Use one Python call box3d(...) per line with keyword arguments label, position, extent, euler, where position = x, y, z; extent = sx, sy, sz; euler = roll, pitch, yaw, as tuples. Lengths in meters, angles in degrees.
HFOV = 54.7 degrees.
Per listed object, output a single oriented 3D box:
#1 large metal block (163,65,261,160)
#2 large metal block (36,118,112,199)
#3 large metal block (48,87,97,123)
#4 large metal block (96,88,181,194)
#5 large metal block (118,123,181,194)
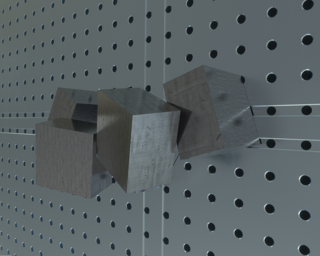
box3d(label="large metal block", position=(0.056, -0.014, 0.326), extent=(0.050, 0.081, 0.080), euler=(-21, 77, 38))
box3d(label="large metal block", position=(-0.107, 0.035, 0.394), extent=(0.080, 0.050, 0.079), euler=(9, 104, 18))
box3d(label="large metal block", position=(-0.117, -0.011, 0.466), extent=(0.050, 0.081, 0.079), euler=(37, 112, 33))
box3d(label="large metal block", position=(-0.027, 0.008, 0.323), extent=(0.080, 0.050, 0.079), euler=(35, 126, 50))
box3d(label="large metal block", position=(-0.024, 0.026, 0.410), extent=(0.080, 0.050, 0.079), euler=(39, 114, 32))
